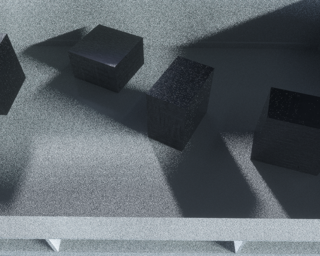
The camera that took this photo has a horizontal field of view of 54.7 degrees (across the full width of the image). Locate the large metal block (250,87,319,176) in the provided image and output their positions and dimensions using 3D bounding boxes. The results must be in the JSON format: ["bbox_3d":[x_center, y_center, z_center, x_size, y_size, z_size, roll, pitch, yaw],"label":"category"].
[{"bbox_3d":[0.160,0.005,0.367,0.080,0.080,0.050,14,51,11],"label":"large metal block"}]

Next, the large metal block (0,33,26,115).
[{"bbox_3d":[-0.237,-0.075,0.429,0.050,0.080,0.080,3,50,2],"label":"large metal block"}]

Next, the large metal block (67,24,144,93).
[{"bbox_3d":[-0.080,-0.109,0.479,0.080,0.050,0.080,21,53,16],"label":"large metal block"}]

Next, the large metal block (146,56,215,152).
[{"bbox_3d":[0.026,-0.031,0.396,0.050,0.080,0.080,23,54,18],"label":"large metal block"}]
